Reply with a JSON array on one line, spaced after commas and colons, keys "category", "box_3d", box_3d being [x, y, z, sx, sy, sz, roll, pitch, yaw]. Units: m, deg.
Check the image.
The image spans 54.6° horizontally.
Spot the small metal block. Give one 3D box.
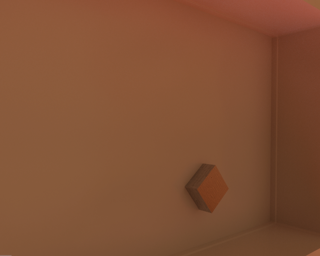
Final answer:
[{"category": "small metal block", "box_3d": [0.071, 0.090, 0.465, 0.050, 0.025, 0.050, -46, 118, -30]}]
